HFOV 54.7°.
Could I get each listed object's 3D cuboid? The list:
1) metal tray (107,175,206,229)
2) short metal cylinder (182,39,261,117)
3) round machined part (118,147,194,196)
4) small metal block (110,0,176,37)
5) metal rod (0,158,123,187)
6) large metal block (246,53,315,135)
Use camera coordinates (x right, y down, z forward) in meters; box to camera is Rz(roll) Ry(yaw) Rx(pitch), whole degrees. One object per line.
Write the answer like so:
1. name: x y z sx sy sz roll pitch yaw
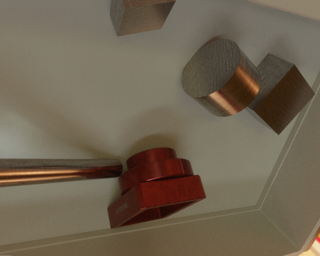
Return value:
1. metal tray: -0.009 0.102 0.420 0.091 0.030 0.129 -3 155 -28
2. short metal cylinder: 0.074 -0.060 0.378 0.050 0.080 0.080 34 99 -39
3. round machined part: -0.007 0.058 0.411 0.099 0.042 0.098 -13 158 -5
4. small metal block: -0.019 -0.119 0.308 0.050 0.050 0.025 -16 82 -20
5. metal rod: -0.130 0.040 0.281 0.025 0.025 0.301 -56 154 12
6. large metal block: 0.168 -0.048 0.457 0.080 0.050 0.080 33 100 -39
